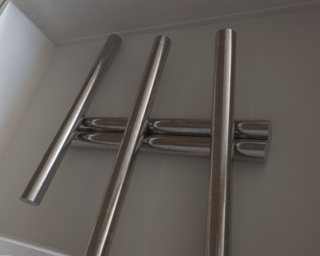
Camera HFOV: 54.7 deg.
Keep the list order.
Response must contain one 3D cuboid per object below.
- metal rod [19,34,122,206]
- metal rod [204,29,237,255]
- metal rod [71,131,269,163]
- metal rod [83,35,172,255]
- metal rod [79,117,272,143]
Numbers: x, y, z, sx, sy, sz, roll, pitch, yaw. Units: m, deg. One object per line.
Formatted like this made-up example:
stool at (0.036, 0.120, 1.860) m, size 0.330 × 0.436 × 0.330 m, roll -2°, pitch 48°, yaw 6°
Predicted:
metal rod at (-0.117, -0.031, 0.452) m, size 0.025 × 0.025 × 0.300 m, roll -1°, pitch 53°, yaw 27°
metal rod at (0.064, 0.028, 0.323) m, size 0.025 × 0.025 × 0.299 m, roll -4°, pitch 68°, yaw 26°
metal rod at (-0.018, 0.020, 0.400) m, size 0.300 × 0.025 × 0.025 m, roll 2°, pitch 63°, yaw 28°
metal rod at (-0.032, 0.007, 0.383) m, size 0.025 × 0.025 × 0.300 m, roll 2°, pitch 62°, yaw 28°
metal rod at (-0.012, -0.001, 0.410) m, size 0.300 × 0.025 × 0.025 m, roll 2°, pitch 63°, yaw 28°
